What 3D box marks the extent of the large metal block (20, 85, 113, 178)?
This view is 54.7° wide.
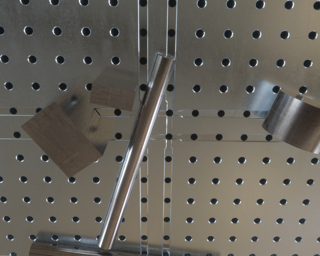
[{"bbox_3d":[-0.109,0.001,0.383,0.050,0.080,0.080,-34,107,11],"label":"large metal block"}]

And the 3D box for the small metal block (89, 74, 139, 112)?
[{"bbox_3d":[-0.055,-0.044,0.383,0.050,0.050,0.025,12,110,-5],"label":"small metal block"}]

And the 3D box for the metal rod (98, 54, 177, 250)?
[{"bbox_3d":[-0.038,0.046,0.429,0.025,0.025,0.298,17,109,-6],"label":"metal rod"}]

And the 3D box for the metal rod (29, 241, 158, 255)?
[{"bbox_3d":[-0.050,0.211,0.490,0.302,0.025,0.025,8,110,-4],"label":"metal rod"}]

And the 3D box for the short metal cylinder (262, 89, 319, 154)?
[{"bbox_3d":[0.175,-0.010,0.382,0.080,0.080,0.050,18,109,-7],"label":"short metal cylinder"}]
